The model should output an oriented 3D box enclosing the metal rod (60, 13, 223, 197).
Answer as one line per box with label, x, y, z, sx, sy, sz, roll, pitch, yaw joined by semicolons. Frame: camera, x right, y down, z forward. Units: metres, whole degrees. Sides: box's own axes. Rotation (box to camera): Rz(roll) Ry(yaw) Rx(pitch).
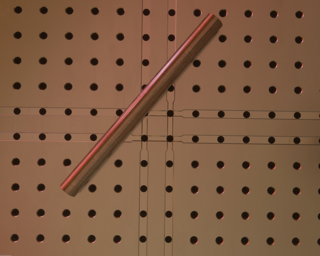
metal rod;-0.024;-0.030;0.413;0.025;0.025;0.300;41;90;0
